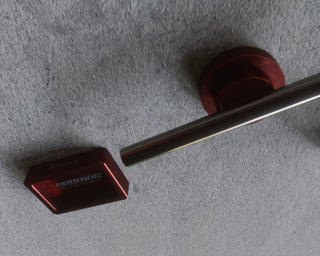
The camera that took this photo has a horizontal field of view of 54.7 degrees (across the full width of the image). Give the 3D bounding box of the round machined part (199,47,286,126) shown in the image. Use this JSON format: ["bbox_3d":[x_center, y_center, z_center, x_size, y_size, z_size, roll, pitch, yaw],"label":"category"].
[{"bbox_3d":[0.097,-0.041,0.363,0.099,0.042,0.097,-1,130,0],"label":"round machined part"}]

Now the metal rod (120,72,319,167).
[{"bbox_3d":[0.092,-0.016,0.340,0.300,0.025,0.025,-21,127,16],"label":"metal rod"}]

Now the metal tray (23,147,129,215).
[{"bbox_3d":[-0.124,0.084,0.473,0.130,0.030,0.090,-15,129,12],"label":"metal tray"}]
